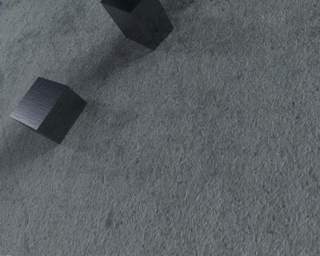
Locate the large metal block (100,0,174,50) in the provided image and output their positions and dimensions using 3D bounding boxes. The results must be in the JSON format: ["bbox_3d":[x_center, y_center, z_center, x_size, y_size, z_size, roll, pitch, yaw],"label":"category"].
[{"bbox_3d":[-0.036,-0.181,0.499,0.080,0.080,0.050,35,81,38],"label":"large metal block"}]

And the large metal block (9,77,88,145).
[{"bbox_3d":[-0.180,-0.030,0.501,0.080,0.050,0.080,19,72,35],"label":"large metal block"}]
